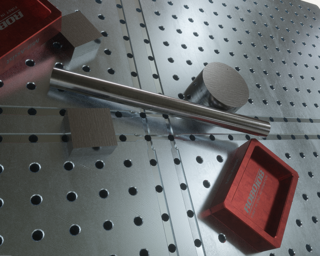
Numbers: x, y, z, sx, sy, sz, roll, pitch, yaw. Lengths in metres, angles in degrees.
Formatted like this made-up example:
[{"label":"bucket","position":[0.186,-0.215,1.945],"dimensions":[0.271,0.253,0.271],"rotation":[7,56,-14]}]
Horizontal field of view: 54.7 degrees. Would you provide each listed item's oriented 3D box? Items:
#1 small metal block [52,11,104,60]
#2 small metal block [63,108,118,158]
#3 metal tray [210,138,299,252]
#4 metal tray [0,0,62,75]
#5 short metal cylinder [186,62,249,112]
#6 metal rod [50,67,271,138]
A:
[{"label":"small metal block","position":[-0.116,-0.127,0.423],"dimensions":[0.050,0.025,0.050],"rotation":[47,51,5]},{"label":"small metal block","position":[-0.082,0.005,0.361],"dimensions":[0.050,0.025,0.050],"rotation":[-2,63,-29]},{"label":"metal tray","position":[0.133,0.087,0.423],"dimensions":[0.090,0.030,0.131],"rotation":[39,51,-2]},{"label":"metal tray","position":[-0.192,-0.118,0.357],"dimensions":[0.090,0.030,0.130],"rotation":[41,62,0]},{"label":"short metal cylinder","position":[0.087,-0.053,0.471],"dimensions":[0.081,0.050,0.080],"rotation":[13,56,-21]},{"label":"metal rod","position":[0.012,-0.030,0.414],"dimensions":[0.302,0.025,0.025],"rotation":[13,56,-15]}]
